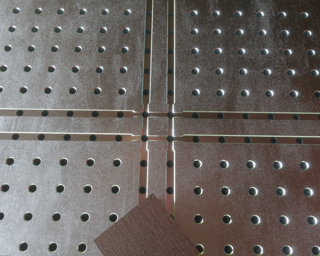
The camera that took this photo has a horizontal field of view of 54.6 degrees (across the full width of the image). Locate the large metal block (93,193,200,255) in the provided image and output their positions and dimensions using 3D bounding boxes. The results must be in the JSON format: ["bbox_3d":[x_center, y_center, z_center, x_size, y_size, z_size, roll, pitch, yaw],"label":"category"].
[{"bbox_3d":[-0.014,0.133,0.350,0.080,0.050,0.080,-37,74,-12],"label":"large metal block"}]
